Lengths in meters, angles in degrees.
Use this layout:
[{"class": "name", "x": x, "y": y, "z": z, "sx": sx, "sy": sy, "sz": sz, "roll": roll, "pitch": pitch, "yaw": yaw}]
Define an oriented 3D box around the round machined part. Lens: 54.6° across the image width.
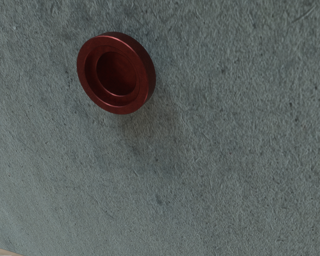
[{"class": "round machined part", "x": -0.049, "y": -0.069, "z": 0.380, "sx": 0.098, "sy": 0.042, "sz": 0.097, "roll": 13, "pitch": 124, "yaw": 21}]
